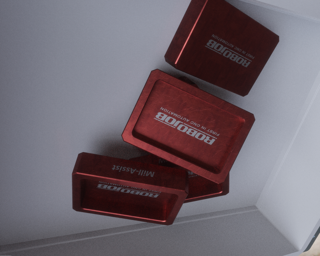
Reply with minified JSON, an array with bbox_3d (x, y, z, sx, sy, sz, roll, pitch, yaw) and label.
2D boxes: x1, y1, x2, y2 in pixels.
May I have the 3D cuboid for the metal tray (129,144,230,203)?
[{"bbox_3d":[0.028,0.069,0.429,0.131,0.030,0.090,-11,135,0],"label":"metal tray"}]

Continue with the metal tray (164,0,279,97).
[{"bbox_3d":[0.081,-0.100,0.389,0.131,0.030,0.089,15,111,-35],"label":"metal tray"}]

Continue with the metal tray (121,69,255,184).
[{"bbox_3d":[0.032,-0.002,0.365,0.131,0.030,0.090,25,94,-4],"label":"metal tray"}]

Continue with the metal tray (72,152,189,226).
[{"bbox_3d":[-0.039,0.078,0.381,0.131,0.030,0.089,11,137,-6],"label":"metal tray"}]

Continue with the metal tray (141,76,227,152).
[{"bbox_3d":[0.040,0.002,0.431,0.090,0.030,0.130,-45,130,2],"label":"metal tray"}]
